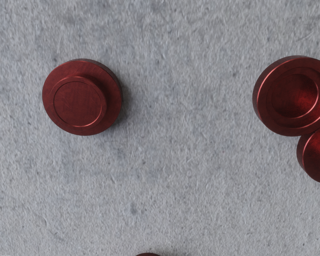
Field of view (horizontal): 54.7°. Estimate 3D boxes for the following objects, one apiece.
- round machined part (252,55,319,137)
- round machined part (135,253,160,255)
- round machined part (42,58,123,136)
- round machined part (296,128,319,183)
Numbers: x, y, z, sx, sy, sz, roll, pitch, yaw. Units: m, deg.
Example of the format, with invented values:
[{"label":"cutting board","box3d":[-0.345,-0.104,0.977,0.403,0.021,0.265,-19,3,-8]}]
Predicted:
[{"label":"round machined part","box3d":[0.165,-0.042,0.388,0.099,0.042,0.097,0,110,-1]},{"label":"round machined part","box3d":[-0.020,0.238,0.488,0.099,0.042,0.097,0,110,-1]},{"label":"round machined part","box3d":[-0.098,-0.035,0.387,0.099,0.042,0.097,0,110,-1]},{"label":"round machined part","box3d":[0.242,0.035,0.417,0.099,0.042,0.097,0,110,-1]}]
